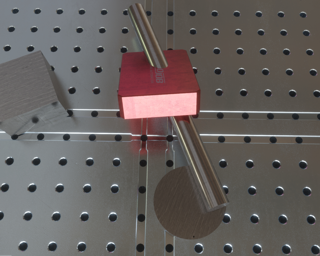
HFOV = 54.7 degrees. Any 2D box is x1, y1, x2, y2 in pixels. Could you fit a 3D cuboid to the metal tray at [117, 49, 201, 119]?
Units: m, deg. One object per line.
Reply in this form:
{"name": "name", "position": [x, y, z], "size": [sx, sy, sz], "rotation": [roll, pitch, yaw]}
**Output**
{"name": "metal tray", "position": [-0.004, -0.061, 0.394], "size": [0.091, 0.030, 0.130], "rotation": [-4, 34, -2]}

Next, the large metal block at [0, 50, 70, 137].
{"name": "large metal block", "position": [-0.179, -0.045, 0.414], "size": [0.080, 0.050, 0.080], "rotation": [-22, 72, -8]}

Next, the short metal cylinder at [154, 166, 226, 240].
{"name": "short metal cylinder", "position": [0.033, 0.089, 0.366], "size": [0.081, 0.050, 0.080], "rotation": [0, 70, 0]}

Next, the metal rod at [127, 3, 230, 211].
{"name": "metal rod", "position": [0.013, -0.044, 0.386], "size": [0.025, 0.025, 0.299], "rotation": [-18, 65, -6]}
